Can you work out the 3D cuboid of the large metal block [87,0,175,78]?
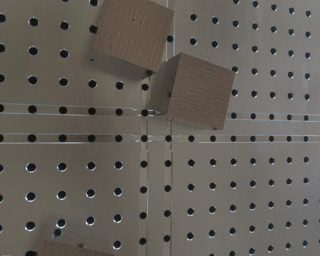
[{"bbox_3d":[-0.037,-0.116,0.385,0.080,0.050,0.080,17,84,-19],"label":"large metal block"}]

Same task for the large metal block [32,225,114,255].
[{"bbox_3d":[-0.109,0.168,0.359,0.080,0.050,0.080,22,83,-19],"label":"large metal block"}]

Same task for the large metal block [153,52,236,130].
[{"bbox_3d":[0.045,-0.045,0.416,0.081,0.050,0.080,15,85,-20],"label":"large metal block"}]
